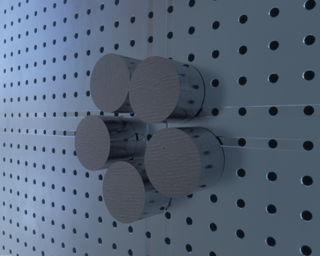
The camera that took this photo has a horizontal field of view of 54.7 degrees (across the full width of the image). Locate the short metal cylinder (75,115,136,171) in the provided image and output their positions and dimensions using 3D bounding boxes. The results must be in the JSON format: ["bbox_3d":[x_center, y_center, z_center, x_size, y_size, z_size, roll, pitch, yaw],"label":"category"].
[{"bbox_3d":[-0.082,0.021,0.460,0.080,0.050,0.079,0,91,40],"label":"short metal cylinder"}]

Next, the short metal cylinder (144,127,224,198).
[{"bbox_3d":[0.028,0.039,0.369,0.080,0.050,0.079,1,92,39],"label":"short metal cylinder"}]

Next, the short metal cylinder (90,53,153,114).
[{"bbox_3d":[-0.053,-0.061,0.436,0.080,0.050,0.079,0,90,39],"label":"short metal cylinder"}]

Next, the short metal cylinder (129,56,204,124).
[{"bbox_3d":[0.007,-0.045,0.386,0.080,0.050,0.079,0,91,40],"label":"short metal cylinder"}]

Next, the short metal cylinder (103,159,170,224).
[{"bbox_3d":[-0.032,0.083,0.418,0.080,0.050,0.080,0,89,40],"label":"short metal cylinder"}]
